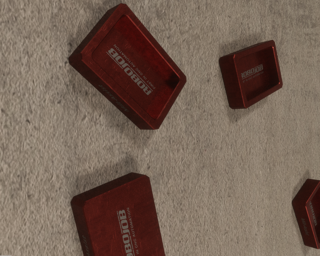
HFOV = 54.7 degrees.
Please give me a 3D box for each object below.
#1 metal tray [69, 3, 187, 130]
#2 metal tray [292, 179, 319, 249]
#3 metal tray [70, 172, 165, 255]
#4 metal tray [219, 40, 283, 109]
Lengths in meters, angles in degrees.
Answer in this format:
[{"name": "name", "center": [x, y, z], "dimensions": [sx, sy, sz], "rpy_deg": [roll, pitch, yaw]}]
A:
[{"name": "metal tray", "center": [-0.032, -0.069, 0.376], "dimensions": [0.130, 0.030, 0.090], "rpy_deg": [45, 63, -31]}, {"name": "metal tray", "center": [0.344, 0.191, 0.695], "dimensions": [0.091, 0.030, 0.129], "rpy_deg": [-37, 113, -34]}, {"name": "metal tray", "center": [-0.044, 0.128, 0.366], "dimensions": [0.091, 0.030, 0.129], "rpy_deg": [-18, 102, -39]}, {"name": "metal tray", "center": [0.163, -0.095, 0.540], "dimensions": [0.131, 0.030, 0.089], "rpy_deg": [-27, 107, -37]}]
